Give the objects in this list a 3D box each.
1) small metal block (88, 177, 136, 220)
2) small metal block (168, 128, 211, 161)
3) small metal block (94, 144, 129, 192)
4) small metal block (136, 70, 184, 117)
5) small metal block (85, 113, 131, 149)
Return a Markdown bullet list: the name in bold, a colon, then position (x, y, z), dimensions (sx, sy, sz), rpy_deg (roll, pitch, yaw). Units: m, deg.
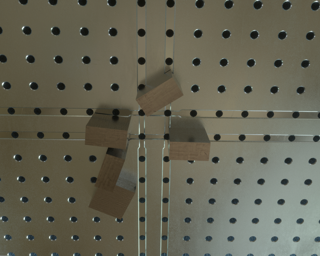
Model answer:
- **small metal block**: position (-0.068, 0.097, 0.448), dimensions (0.050, 0.025, 0.050), rpy_deg (24, 108, -9)
- **small metal block**: position (0.037, 0.020, 0.408), dimensions (0.050, 0.050, 0.025), rpy_deg (2, 110, -1)
- **small metal block**: position (-0.064, 0.049, 0.417), dimensions (0.025, 0.050, 0.050), rpy_deg (20, 109, -7)
- **small metal block**: position (-0.001, -0.044, 0.384), dimensions (0.050, 0.050, 0.025), rpy_deg (-30, 108, 10)
- **small metal block**: position (-0.066, 0.003, 0.400), dimensions (0.050, 0.050, 0.025), rpy_deg (7, 110, -3)
